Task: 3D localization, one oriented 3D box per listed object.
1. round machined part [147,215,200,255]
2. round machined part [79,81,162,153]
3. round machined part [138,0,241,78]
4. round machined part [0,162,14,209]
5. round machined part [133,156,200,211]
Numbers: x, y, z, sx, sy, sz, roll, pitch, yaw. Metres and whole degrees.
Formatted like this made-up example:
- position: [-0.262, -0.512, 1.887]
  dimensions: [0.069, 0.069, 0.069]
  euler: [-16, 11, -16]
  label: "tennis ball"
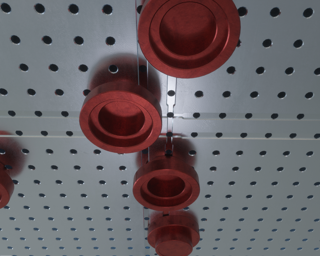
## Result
- position: [0.026, 0.208, 0.578]
  dimensions: [0.099, 0.042, 0.097]
  euler: [0, 130, 0]
  label: "round machined part"
- position: [-0.047, -0.017, 0.385]
  dimensions: [0.099, 0.042, 0.097]
  euler: [0, 130, 0]
  label: "round machined part"
- position: [0.028, -0.103, 0.313]
  dimensions: [0.099, 0.042, 0.097]
  euler: [0, 130, 0]
  label: "round machined part"
- position: [-0.270, 0.079, 0.465]
  dimensions: [0.099, 0.042, 0.097]
  euler: [0, 130, 0]
  label: "round machined part"
- position: [0.009, 0.080, 0.468]
  dimensions: [0.099, 0.042, 0.097]
  euler: [0, 130, 0]
  label: "round machined part"
